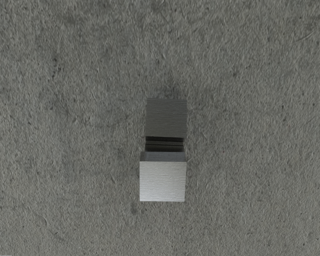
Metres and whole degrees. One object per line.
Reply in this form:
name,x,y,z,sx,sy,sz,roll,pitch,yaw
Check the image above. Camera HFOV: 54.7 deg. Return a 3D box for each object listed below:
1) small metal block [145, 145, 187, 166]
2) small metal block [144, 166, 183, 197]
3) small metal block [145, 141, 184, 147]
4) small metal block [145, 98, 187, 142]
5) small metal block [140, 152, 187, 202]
small metal block,0.005,0.043,0.386,0.050,0.050,0.025,2,110,-1
small metal block,0.004,0.074,0.425,0.050,0.025,0.050,2,151,-1
small metal block,0.005,0.029,0.423,0.050,0.025,0.050,2,110,-2
small metal block,0.008,-0.010,0.395,0.050,0.025,0.050,3,74,-1
small metal block,0.003,0.055,0.351,0.050,0.025,0.050,1,110,-1
